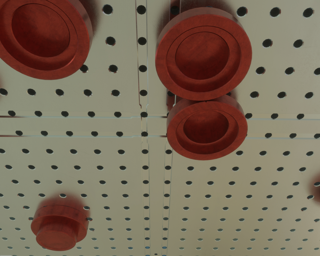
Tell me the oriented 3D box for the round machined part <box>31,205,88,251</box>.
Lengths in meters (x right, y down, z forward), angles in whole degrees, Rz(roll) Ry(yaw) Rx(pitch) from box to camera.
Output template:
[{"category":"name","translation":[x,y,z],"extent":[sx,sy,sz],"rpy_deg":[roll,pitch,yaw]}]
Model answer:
[{"category":"round machined part","translation":[-0.182,0.185,0.556],"extent":[0.099,0.042,0.097],"rpy_deg":[0,130,0]}]

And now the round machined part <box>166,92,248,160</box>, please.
[{"category":"round machined part","translation":[0.057,-0.007,0.394],"extent":[0.099,0.042,0.097],"rpy_deg":[0,131,0]}]

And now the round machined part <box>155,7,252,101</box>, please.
[{"category":"round machined part","translation":[0.044,-0.081,0.332],"extent":[0.099,0.042,0.097],"rpy_deg":[0,130,0]}]

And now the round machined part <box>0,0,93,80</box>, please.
[{"category":"round machined part","translation":[-0.117,-0.101,0.313],"extent":[0.099,0.042,0.097],"rpy_deg":[0,130,0]}]
